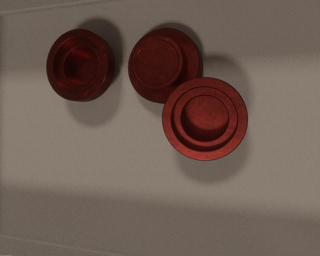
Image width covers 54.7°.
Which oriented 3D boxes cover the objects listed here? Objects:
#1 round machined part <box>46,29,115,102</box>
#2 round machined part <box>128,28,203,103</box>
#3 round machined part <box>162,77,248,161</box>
[{"bbox_3d":[-0.107,-0.085,0.438,0.098,0.042,0.097,0,90,19],"label":"round machined part"},{"bbox_3d":[0.003,-0.081,0.400,0.098,0.042,0.097,0,90,19],"label":"round machined part"},{"bbox_3d":[0.055,-0.013,0.376,0.098,0.042,0.097,2,99,13],"label":"round machined part"}]
